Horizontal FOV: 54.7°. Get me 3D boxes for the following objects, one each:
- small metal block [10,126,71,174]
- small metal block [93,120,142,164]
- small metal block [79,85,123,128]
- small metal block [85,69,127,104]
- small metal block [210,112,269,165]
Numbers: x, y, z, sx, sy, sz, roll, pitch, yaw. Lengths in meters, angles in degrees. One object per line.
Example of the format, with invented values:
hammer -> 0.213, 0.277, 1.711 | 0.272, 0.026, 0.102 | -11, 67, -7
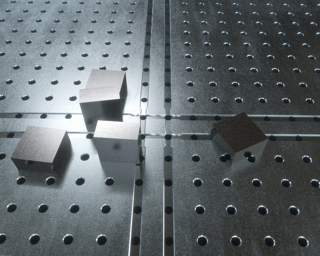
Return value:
small metal block -> -0.146, 0.026, 0.384 | 0.050, 0.025, 0.050 | 6, 50, 5
small metal block -> -0.049, 0.018, 0.376 | 0.050, 0.050, 0.025 | 4, 50, 2
small metal block -> -0.077, -0.028, 0.414 | 0.050, 0.050, 0.025 | -7, 51, -6
small metal block -> -0.079, -0.060, 0.457 | 0.050, 0.025, 0.050 | 5, 50, 3
small metal block -> 0.101, 0.012, 0.399 | 0.050, 0.025, 0.050 | -21, 53, -17
